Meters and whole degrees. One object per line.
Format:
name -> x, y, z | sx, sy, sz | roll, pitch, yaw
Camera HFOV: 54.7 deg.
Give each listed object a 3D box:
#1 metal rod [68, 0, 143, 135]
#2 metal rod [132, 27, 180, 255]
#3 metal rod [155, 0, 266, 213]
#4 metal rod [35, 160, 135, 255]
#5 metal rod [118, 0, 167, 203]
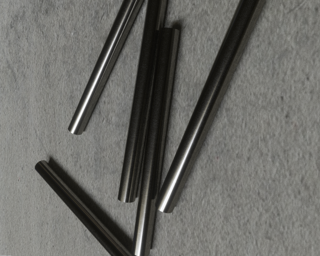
metal rod -> -0.073, -0.116, 0.462 | 0.025, 0.025, 0.298 | 44, 116, 31
metal rod -> -0.007, 0.023, 0.408 | 0.025, 0.025, 0.298 | 12, 98, 39
metal rod -> 0.057, -0.031, 0.356 | 0.025, 0.025, 0.298 | 33, 110, 35
metal rod -> -0.121, 0.139, 0.501 | 0.300, 0.025, 0.025 | 33, 110, 34
metal rod -> -0.024, -0.044, 0.422 | 0.025, 0.025, 0.298 | 15, 100, 38
